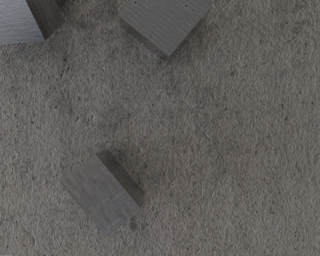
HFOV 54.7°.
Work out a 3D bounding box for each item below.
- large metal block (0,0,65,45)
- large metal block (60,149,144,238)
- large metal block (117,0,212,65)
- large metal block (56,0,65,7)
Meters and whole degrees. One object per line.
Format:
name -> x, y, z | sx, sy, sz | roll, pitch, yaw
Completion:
large metal block -> -0.174, -0.148, 0.365 | 0.080, 0.050, 0.080 | 0, 133, 18
large metal block -> -0.066, 0.075, 0.382 | 0.050, 0.080, 0.080 | -40, 90, 0
large metal block -> 0.006, -0.142, 0.397 | 0.080, 0.050, 0.080 | 40, 90, 0
large metal block -> -0.150, -0.218, 0.396 | 0.080, 0.050, 0.080 | 27, 90, 0
